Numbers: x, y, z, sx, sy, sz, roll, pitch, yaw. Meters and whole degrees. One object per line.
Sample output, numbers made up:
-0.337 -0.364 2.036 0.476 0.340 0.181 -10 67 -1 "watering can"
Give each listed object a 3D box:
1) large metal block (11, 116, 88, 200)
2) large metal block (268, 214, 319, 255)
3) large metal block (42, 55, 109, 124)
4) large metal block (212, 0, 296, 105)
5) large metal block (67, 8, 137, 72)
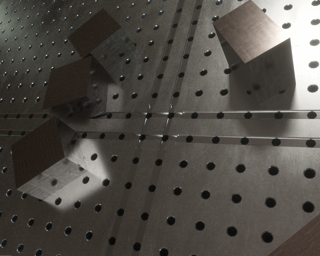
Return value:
-0.161 0.043 0.448 0.080 0.050 0.080 -33 52 6 "large metal block"
0.131 0.128 0.245 0.080 0.050 0.080 -39 51 1 "large metal block"
-0.132 -0.059 0.495 0.080 0.050 0.080 -14 56 20 "large metal block"
0.112 -0.089 0.368 0.050 0.080 0.080 -30 52 9 "large metal block"
-0.101 -0.147 0.533 0.080 0.050 0.080 -39 51 1 "large metal block"
